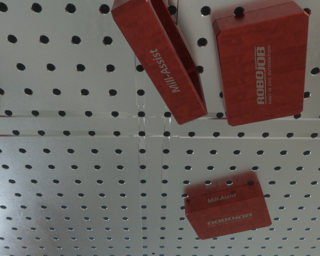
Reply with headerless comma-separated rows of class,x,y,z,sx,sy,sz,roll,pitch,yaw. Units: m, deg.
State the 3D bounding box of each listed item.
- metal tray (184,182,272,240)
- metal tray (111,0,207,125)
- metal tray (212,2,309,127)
metal tray,0.118,0.146,0.535,0.130,0.030,0.090,-17,129,13
metal tray,0.004,-0.077,0.303,0.030,0.090,0.130,-22,127,17
metal tray,0.115,-0.066,0.354,0.090,0.030,0.129,-11,130,8
